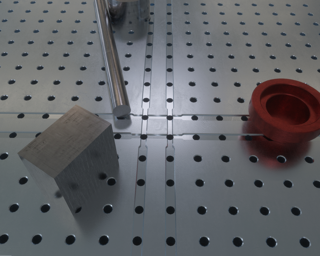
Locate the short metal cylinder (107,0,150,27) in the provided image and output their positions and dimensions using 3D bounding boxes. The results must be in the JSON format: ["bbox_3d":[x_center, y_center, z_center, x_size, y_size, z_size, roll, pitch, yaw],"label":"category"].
[{"bbox_3d":[-0.059,-0.237,0.590,0.081,0.050,0.080,0,50,0],"label":"short metal cylinder"}]

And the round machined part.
[{"bbox_3d":[0.168,-0.018,0.413,0.099,0.042,0.098,0,50,0],"label":"round machined part"}]

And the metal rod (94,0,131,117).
[{"bbox_3d":[-0.086,-0.135,0.520,0.025,0.025,0.300,-10,51,-8],"label":"metal rod"}]

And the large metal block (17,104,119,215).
[{"bbox_3d":[-0.094,0.035,0.342,0.050,0.080,0.080,28,55,21],"label":"large metal block"}]
